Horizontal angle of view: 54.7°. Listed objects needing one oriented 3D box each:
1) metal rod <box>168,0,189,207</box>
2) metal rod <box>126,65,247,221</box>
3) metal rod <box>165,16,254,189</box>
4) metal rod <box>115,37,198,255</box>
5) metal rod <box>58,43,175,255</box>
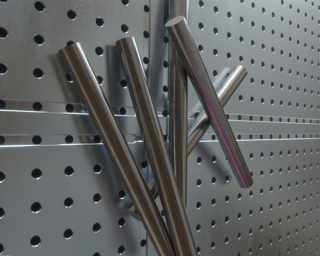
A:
[{"bbox_3d":[0.025,-0.049,0.412,0.025,0.025,0.298,9,79,-40],"label":"metal rod"},{"bbox_3d":[0.052,0.006,0.455,0.301,0.025,0.025,-50,120,-28],"label":"metal rod"},{"bbox_3d":[0.081,-0.017,0.444,0.025,0.025,0.299,-50,127,-28],"label":"metal rod"},{"bbox_3d":[0.000,0.038,0.368,0.025,0.025,0.298,-14,86,-40],"label":"metal rod"},{"bbox_3d":[-0.036,0.048,0.356,0.025,0.025,0.299,-32,103,-36],"label":"metal rod"}]
